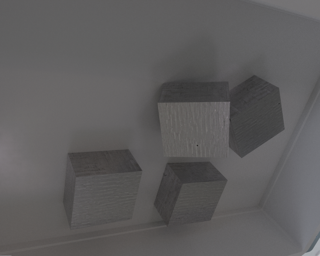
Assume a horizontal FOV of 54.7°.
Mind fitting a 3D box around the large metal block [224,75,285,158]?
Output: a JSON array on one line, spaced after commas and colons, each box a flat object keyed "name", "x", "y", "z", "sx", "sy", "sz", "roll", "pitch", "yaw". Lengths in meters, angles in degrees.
[{"name": "large metal block", "x": 0.129, "y": -0.017, "z": 0.452, "sx": 0.080, "sy": 0.050, "sz": 0.080, "roll": -32, "pitch": 129, "yaw": -8}]

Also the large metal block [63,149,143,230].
[{"name": "large metal block", "x": -0.076, "y": 0.077, "z": 0.398, "sx": 0.081, "sy": 0.050, "sz": 0.079, "roll": -1, "pitch": 119, "yaw": -28}]

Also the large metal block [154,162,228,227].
[{"name": "large metal block", "x": 0.046, "y": 0.100, "z": 0.479, "sx": 0.081, "sy": 0.050, "sz": 0.079, "roll": 2, "pitch": 118, "yaw": -29}]

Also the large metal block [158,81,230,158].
[{"name": "large metal block", "x": 0.044, "y": -0.010, "z": 0.387, "sx": 0.080, "sy": 0.050, "sz": 0.079, "roll": 0, "pitch": 125, "yaw": 10}]
